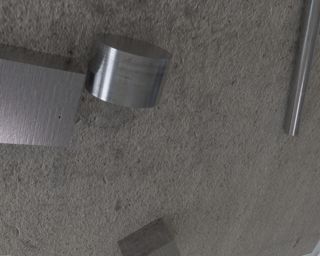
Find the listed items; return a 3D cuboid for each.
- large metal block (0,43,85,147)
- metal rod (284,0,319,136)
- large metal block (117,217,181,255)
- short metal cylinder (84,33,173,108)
[{"bbox_3d":[-0.127,-0.031,0.302,0.081,0.050,0.079,6,115,-31],"label":"large metal block"},{"bbox_3d":[0.213,-0.117,0.451,0.025,0.025,0.298,-19,126,-18],"label":"metal rod"},{"bbox_3d":[-0.014,0.208,0.512,0.080,0.050,0.080,-27,128,-12],"label":"large metal block"},{"bbox_3d":[-0.032,-0.060,0.317,0.081,0.080,0.050,2,118,-30],"label":"short metal cylinder"}]
